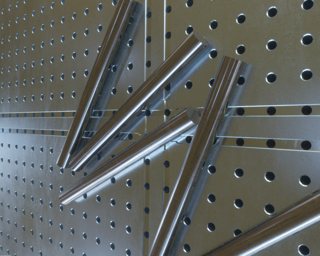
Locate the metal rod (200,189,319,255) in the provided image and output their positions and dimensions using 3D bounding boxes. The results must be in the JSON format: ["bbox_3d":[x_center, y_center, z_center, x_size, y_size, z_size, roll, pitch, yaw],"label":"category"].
[{"bbox_3d":[0.077,0.140,0.344,0.299,0.025,0.025,-44,64,31],"label":"metal rod"}]

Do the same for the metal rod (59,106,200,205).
[{"bbox_3d":[-0.062,0.053,0.458,0.299,0.025,0.025,-34,69,34],"label":"metal rod"}]

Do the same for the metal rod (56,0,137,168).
[{"bbox_3d":[-0.107,-0.061,0.494,0.025,0.025,0.298,40,114,32],"label":"metal rod"}]

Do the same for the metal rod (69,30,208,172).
[{"bbox_3d":[-0.047,-0.022,0.445,0.299,0.025,0.025,-42,65,31],"label":"metal rod"}]

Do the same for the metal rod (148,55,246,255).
[{"bbox_3d":[0.035,0.060,0.378,0.025,0.025,0.298,30,109,35],"label":"metal rod"}]
